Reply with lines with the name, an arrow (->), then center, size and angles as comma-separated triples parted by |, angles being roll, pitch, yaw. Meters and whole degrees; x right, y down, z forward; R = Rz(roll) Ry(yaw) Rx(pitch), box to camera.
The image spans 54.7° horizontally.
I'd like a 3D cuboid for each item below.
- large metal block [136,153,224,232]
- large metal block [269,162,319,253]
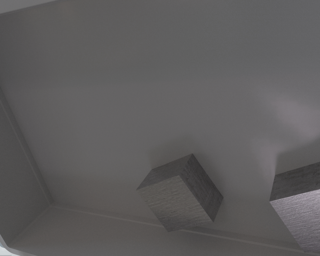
large metal block -> 0.028, 0.093, 0.435 | 0.080, 0.050, 0.080 | -27, 104, 37
large metal block -> 0.184, 0.087, 0.349 | 0.080, 0.050, 0.080 | -28, 103, 37
